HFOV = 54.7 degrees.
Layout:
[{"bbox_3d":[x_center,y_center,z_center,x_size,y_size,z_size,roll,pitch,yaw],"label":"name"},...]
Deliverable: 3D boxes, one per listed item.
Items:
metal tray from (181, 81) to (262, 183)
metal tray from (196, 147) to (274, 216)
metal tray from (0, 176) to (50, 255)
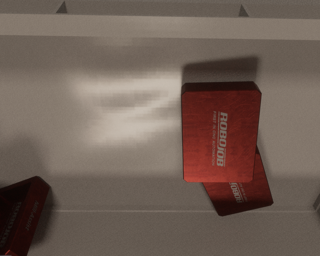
[{"bbox_3d":[0.074,0.008,0.391,0.091,0.030,0.129,-1,117,5],"label":"metal tray"},{"bbox_3d":[0.116,0.081,0.477,0.090,0.030,0.130,-17,128,14],"label":"metal tray"},{"bbox_3d":[-0.224,0.140,0.456,0.090,0.130,0.030,-20,127,16],"label":"metal tray"}]
